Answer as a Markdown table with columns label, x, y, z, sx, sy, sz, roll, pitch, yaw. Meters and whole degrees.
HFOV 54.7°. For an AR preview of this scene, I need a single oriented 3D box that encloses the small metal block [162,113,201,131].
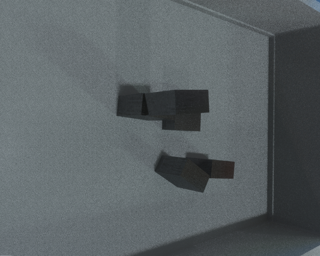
| label | x | y | z | sx | sy | sz | roll | pitch | yaw |
| --- | --- | --- | --- | --- | --- | --- | --- | --- | --- |
| small metal block | 0.031 | -0.021 | 0.435 | 0.050 | 0.025 | 0.050 | 4 | 88 | -40 |

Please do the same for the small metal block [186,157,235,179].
| label | x | y | z | sx | sy | sz | roll | pitch | yaw |
| --- | --- | --- | --- | --- | --- | --- | --- | --- | --- |
| small metal block | 0.073 | 0.059 | 0.454 | 0.050 | 0.050 | 0.025 | 9 | 85 | -40 |

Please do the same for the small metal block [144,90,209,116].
| label | x | y | z | sx | sy | sz | roll | pitch | yaw |
| --- | --- | --- | --- | --- | --- | --- | --- | --- | --- |
| small metal block | 0.018 | -0.028 | 0.342 | 0.050 | 0.050 | 0.025 | -6 | 94 | -40 |

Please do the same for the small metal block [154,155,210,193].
| label | x | y | z | sx | sy | sz | roll | pitch | yaw |
| --- | --- | --- | --- | --- | --- | --- | --- | --- | --- |
| small metal block | 0.030 | 0.062 | 0.418 | 0.050 | 0.050 | 0.025 | 40 | 66 | -33 |

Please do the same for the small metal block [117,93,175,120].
| label | x | y | z | sx | sy | sz | roll | pitch | yaw |
| --- | --- | --- | --- | --- | --- | --- | --- | --- | --- |
| small metal block | -0.017 | -0.024 | 0.378 | 0.050 | 0.050 | 0.025 | 7 | 86 | -40 |
